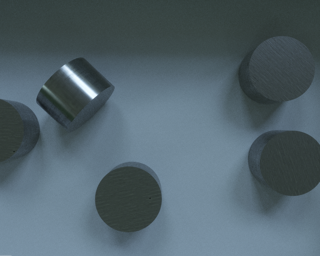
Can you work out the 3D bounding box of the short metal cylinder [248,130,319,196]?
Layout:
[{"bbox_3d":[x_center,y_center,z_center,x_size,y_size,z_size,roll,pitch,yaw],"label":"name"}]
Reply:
[{"bbox_3d":[0.161,0.043,0.401,0.081,0.050,0.079,0,90,-1],"label":"short metal cylinder"}]

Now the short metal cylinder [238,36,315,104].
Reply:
[{"bbox_3d":[0.148,-0.072,0.401,0.081,0.050,0.079,0,90,-1],"label":"short metal cylinder"}]

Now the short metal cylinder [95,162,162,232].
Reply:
[{"bbox_3d":[-0.038,0.086,0.399,0.081,0.050,0.079,0,90,-1],"label":"short metal cylinder"}]

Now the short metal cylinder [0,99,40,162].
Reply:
[{"bbox_3d":[-0.204,0.003,0.396,0.081,0.050,0.079,0,90,-1],"label":"short metal cylinder"}]

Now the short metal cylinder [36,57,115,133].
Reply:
[{"bbox_3d":[-0.103,-0.040,0.383,0.050,0.080,0.080,44,90,-1],"label":"short metal cylinder"}]
